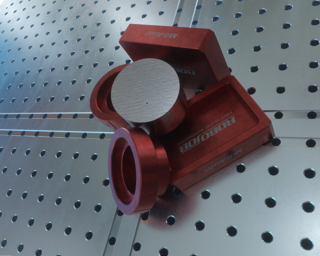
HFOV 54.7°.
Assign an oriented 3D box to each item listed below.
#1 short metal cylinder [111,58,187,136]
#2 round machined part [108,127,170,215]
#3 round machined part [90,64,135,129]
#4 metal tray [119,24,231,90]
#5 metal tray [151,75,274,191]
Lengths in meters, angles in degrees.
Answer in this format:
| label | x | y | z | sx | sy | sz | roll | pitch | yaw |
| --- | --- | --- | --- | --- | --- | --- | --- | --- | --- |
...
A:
| label | x | y | z | sx | sy | sz | roll | pitch | yaw |
| --- | --- | --- | --- | --- | --- | --- | --- | --- | --- |
| short metal cylinder | -0.011 | -0.036 | 0.371 | 0.080 | 0.050 | 0.080 | -5 | 70 | 13 |
| round machined part | -0.023 | 0.047 | 0.357 | 0.098 | 0.042 | 0.097 | 7 | 98 | 61 |
| round machined part | -0.048 | -0.042 | 0.447 | 0.098 | 0.042 | 0.098 | -13 | 56 | 20 |
| metal tray | 0.020 | -0.092 | 0.411 | 0.130 | 0.090 | 0.030 | 16 | 71 | 34 |
| metal tray | 0.055 | 0.004 | 0.372 | 0.130 | 0.030 | 0.090 | -32 | 52 | 7 |
